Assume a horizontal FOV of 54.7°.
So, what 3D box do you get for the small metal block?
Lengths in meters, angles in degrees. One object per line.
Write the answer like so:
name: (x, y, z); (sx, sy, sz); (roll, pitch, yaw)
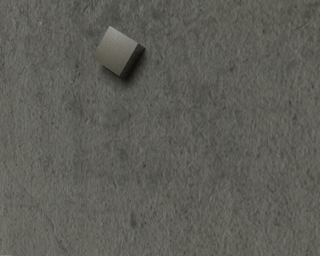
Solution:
small metal block: (-0.057, -0.104, 0.428); (0.050, 0.025, 0.050); (35, 101, 16)
